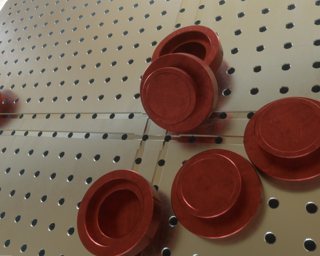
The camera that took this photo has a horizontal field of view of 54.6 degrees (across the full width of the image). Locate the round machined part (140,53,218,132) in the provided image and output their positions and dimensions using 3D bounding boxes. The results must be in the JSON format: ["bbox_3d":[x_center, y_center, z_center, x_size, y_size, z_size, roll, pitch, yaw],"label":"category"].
[{"bbox_3d":[0.018,-0.041,0.380,0.098,0.042,0.097,7,107,24],"label":"round machined part"}]

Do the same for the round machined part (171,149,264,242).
[{"bbox_3d":[0.056,0.066,0.328,0.098,0.042,0.098,-13,56,21],"label":"round machined part"}]

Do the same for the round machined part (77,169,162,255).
[{"bbox_3d":[-0.043,0.101,0.359,0.098,0.042,0.098,-13,56,21],"label":"round machined part"}]

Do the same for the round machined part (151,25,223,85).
[{"bbox_3d":[0.041,-0.092,0.433,0.098,0.042,0.098,-13,56,21],"label":"round machined part"}]

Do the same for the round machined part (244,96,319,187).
[{"bbox_3d":[0.136,0.008,0.322,0.098,0.042,0.098,-13,56,21],"label":"round machined part"}]
